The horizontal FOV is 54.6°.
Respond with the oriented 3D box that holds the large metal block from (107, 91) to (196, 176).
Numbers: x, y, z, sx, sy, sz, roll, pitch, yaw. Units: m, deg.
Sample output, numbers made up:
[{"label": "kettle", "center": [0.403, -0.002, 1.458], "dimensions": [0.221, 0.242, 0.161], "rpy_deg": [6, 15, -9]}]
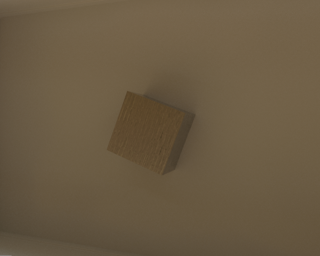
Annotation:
[{"label": "large metal block", "center": [-0.011, 0.005, 0.401], "dimensions": [0.080, 0.050, 0.080], "rpy_deg": [22, 97, 18]}]
